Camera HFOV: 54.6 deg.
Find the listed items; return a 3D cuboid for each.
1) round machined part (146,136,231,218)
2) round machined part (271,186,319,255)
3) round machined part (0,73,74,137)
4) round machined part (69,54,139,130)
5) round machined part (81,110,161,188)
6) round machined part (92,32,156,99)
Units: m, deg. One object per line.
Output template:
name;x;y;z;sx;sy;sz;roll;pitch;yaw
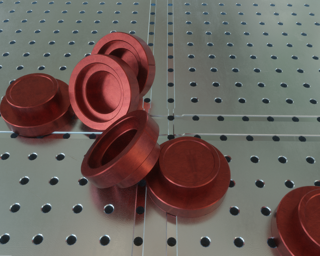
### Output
round machined part;0.032;0.048;0.356;0.099;0.042;0.098;0;50;0
round machined part;0.168;0.101;0.313;0.099;0.042;0.098;0;50;0
round machined part;-0.170;-0.039;0.429;0.099;0.042;0.098;0;50;0
round machined part;-0.070;-0.048;0.413;0.098;0.097;0.042;26;20;20
round machined part;-0.038;0.029;0.351;0.098;0.042;0.098;-33;26;19
round machined part;-0.049;-0.085;0.444;0.098;0.097;0.042;26;19;20
